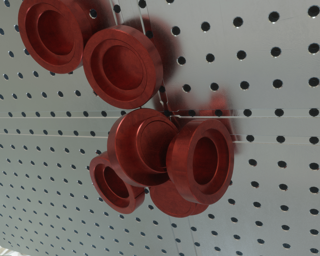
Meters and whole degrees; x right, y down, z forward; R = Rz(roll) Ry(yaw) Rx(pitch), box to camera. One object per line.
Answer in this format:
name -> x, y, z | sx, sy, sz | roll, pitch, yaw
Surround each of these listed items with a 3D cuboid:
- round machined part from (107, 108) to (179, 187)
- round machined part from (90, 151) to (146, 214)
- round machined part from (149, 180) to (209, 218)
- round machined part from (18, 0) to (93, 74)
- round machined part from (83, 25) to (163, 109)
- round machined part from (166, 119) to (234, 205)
round machined part -> -0.011, 0.022, 0.380 | 0.042, 0.098, 0.098 | -18, 110, 52
round machined part -> -0.058, 0.077, 0.469 | 0.098, 0.042, 0.097 | 24, 129, 33
round machined part -> 0.025, 0.089, 0.442 | 0.098, 0.042, 0.097 | 13, 124, 21
round machined part -> -0.125, -0.122, 0.392 | 0.098, 0.042, 0.097 | 13, 124, 21
round machined part -> -0.040, -0.075, 0.376 | 0.098, 0.042, 0.097 | 13, 124, 21
round machined part -> 0.045, 0.038, 0.366 | 0.042, 0.099, 0.098 | 1, 120, 42
